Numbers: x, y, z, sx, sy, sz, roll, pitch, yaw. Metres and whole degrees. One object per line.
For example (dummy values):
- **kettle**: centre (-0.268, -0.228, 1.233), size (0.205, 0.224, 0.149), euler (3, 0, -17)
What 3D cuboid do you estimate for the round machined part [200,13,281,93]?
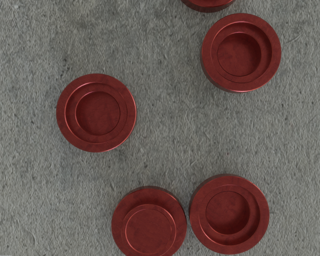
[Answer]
- **round machined part**: centre (0.101, -0.093, 0.402), size (0.099, 0.042, 0.097), euler (0, 90, 0)

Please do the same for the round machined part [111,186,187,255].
- **round machined part**: centre (-0.014, 0.127, 0.401), size (0.099, 0.042, 0.097), euler (0, 90, 0)

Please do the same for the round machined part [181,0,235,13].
- **round machined part**: centre (0.066, -0.206, 0.402), size (0.099, 0.042, 0.097), euler (0, 90, 0)

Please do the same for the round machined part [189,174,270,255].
- **round machined part**: centre (0.086, 0.107, 0.402), size (0.099, 0.042, 0.097), euler (0, 90, 0)

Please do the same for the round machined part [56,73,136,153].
- **round machined part**: centre (-0.078, -0.019, 0.401), size (0.099, 0.042, 0.097), euler (0, 90, 0)
